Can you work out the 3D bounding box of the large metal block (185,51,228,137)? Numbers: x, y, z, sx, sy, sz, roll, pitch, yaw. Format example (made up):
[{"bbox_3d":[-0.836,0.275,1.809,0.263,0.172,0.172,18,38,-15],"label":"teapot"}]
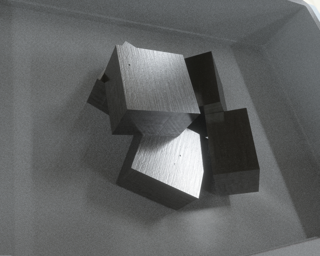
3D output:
[{"bbox_3d":[0.059,-0.042,0.419,0.080,0.050,0.080,53,29,-55],"label":"large metal block"}]

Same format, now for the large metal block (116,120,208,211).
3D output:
[{"bbox_3d":[0.005,0.039,0.364,0.080,0.050,0.080,27,52,-12],"label":"large metal block"}]

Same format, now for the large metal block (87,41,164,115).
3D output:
[{"bbox_3d":[-0.035,-0.053,0.403,0.080,0.050,0.080,32,51,-8],"label":"large metal block"}]

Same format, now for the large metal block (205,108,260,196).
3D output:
[{"bbox_3d":[0.091,0.033,0.391,0.050,0.080,0.080,-9,59,11],"label":"large metal block"}]

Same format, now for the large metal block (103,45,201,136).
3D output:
[{"bbox_3d":[-0.012,-0.039,0.340,0.081,0.050,0.080,2,60,-26],"label":"large metal block"}]
